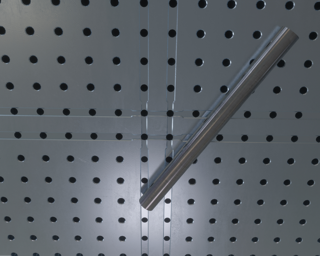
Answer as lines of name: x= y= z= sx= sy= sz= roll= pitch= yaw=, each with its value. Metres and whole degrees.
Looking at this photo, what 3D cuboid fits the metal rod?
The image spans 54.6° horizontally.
metal rod: x=0.068 y=-0.001 z=0.413 sx=0.025 sy=0.025 sz=0.299 roll=34 pitch=106 yaw=-12
